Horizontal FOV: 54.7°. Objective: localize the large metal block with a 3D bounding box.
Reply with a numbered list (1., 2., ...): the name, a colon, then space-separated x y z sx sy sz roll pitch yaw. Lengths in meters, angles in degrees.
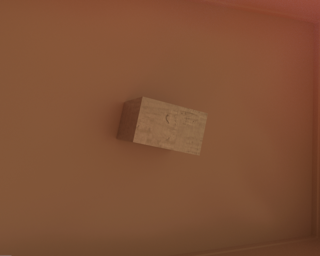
1. large metal block: -0.001 -0.001 0.380 0.081 0.080 0.050 13 86 -20
